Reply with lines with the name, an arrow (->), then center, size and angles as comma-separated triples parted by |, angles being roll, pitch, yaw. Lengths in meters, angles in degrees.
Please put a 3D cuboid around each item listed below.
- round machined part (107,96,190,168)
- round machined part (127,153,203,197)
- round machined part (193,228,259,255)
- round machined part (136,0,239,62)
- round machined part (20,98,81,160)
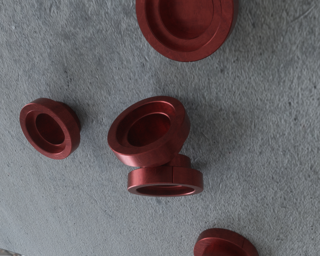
round machined part -> -0.010, 0.009, 0.374 | 0.098, 0.098, 0.042 | -2, 135, 29
round machined part -> 0.007, 0.062, 0.409 | 0.099, 0.042, 0.098 | 0, 158, 0
round machined part -> 0.097, 0.204, 0.471 | 0.098, 0.042, 0.097 | 13, 124, 21
round machined part -> 0.029, -0.119, 0.307 | 0.098, 0.042, 0.097 | 13, 124, 21
round machined part -> -0.164, -0.003, 0.481 | 0.098, 0.042, 0.097 | 13, 124, 21
